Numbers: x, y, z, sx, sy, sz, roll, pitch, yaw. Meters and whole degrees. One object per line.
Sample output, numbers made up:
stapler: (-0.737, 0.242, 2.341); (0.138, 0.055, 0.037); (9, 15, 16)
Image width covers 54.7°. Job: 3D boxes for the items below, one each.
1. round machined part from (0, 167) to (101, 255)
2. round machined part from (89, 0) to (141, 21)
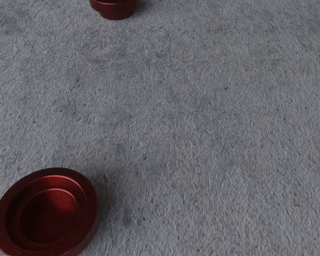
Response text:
round machined part: (-0.110, 0.092, 0.314); (0.099, 0.042, 0.098); (0, 50, 0)
round machined part: (-0.085, -0.244, 0.596); (0.099, 0.042, 0.098); (0, 50, 0)
